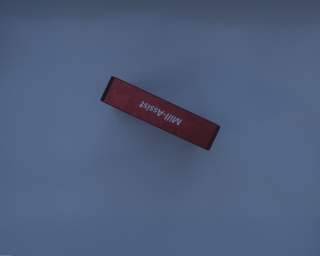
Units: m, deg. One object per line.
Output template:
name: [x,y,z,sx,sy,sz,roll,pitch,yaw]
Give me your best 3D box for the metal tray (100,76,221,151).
metal tray: [0.000,-0.016,0.375,0.131,0.090,0.030,25,90,-1]
